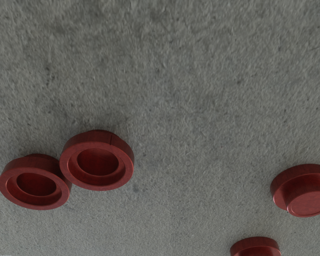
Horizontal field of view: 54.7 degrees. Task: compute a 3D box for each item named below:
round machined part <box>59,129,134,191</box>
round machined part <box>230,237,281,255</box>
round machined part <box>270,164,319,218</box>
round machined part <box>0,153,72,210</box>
[{"bbox_3d":[-0.085,0.040,0.429,0.099,0.042,0.097,-1,130,0],"label":"round machined part"},{"bbox_3d":[0.194,0.264,0.624,0.099,0.042,0.097,-1,130,0],"label":"round machined part"},{"bbox_3d":[0.230,0.105,0.489,0.099,0.042,0.097,-1,130,0],"label":"round machined part"},{"bbox_3d":[-0.180,0.076,0.458,0.099,0.042,0.097,-1,130,0],"label":"round machined part"}]
